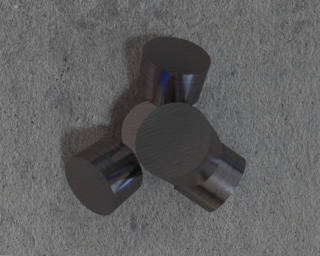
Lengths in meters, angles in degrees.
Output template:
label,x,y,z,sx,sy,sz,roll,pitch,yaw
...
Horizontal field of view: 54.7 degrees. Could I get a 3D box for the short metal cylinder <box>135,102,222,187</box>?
label,x,y,z,sx,sy,sz,roll,pitch,yaw
short metal cylinder,0.021,0.019,0.332,0.080,0.050,0.080,-8,67,21

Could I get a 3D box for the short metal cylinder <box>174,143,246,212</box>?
label,x,y,z,sx,sy,sz,roll,pitch,yaw
short metal cylinder,0.061,0.056,0.384,0.050,0.080,0.080,35,90,0

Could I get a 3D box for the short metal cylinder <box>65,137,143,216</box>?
label,x,y,z,sx,sy,sz,roll,pitch,yaw
short metal cylinder,-0.068,0.058,0.377,0.080,0.050,0.079,19,125,29

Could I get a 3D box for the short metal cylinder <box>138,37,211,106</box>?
label,x,y,z,sx,sy,sz,roll,pitch,yaw
short metal cylinder,0.016,-0.068,0.377,0.080,0.080,0.050,14,133,0

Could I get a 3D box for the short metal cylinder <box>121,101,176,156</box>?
label,x,y,z,sx,sy,sz,roll,pitch,yaw
short metal cylinder,-0.006,0.006,0.398,0.081,0.050,0.080,0,90,-1
